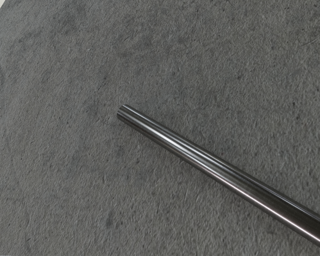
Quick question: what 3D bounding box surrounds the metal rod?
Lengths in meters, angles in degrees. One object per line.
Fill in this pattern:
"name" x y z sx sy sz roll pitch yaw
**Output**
"metal rod" 0.051 0.038 0.354 0.300 0.025 0.025 30 79 38
